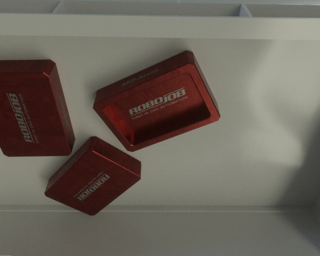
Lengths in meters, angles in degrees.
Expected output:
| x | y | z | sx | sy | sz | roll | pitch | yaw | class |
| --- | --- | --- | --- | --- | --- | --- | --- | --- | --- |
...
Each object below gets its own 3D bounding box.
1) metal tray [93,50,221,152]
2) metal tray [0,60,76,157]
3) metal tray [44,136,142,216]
| x | y | z | sx | sy | sz | roll | pitch | yaw | class |
| --- | --- | --- | --- | --- | --- | --- | --- | --- | --- |
| -0.003 | -0.028 | 0.382 | 0.130 | 0.030 | 0.090 | -21 | 128 | 16 | metal tray |
| -0.165 | -0.020 | 0.387 | 0.091 | 0.030 | 0.129 | -1 | 130 | 0 | metal tray |
| -0.102 | 0.078 | 0.471 | 0.090 | 0.030 | 0.130 | 33 | 122 | -26 | metal tray |
